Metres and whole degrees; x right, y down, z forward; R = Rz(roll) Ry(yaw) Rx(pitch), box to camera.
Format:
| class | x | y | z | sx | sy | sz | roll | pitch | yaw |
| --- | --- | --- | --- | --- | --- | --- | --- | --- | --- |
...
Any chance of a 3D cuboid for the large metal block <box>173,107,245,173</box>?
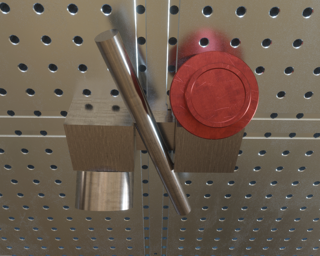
| class | x | y | z | sx | sy | sz | roll | pitch | yaw |
| --- | --- | --- | --- | --- | --- | --- | --- | --- | --- |
| large metal block | 0.059 | 0.013 | 0.408 | 0.081 | 0.050 | 0.079 | 1 | 130 | -1 |

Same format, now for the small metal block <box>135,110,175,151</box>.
| class | x | y | z | sx | sy | sz | roll | pitch | yaw |
| --- | --- | --- | --- | --- | --- | --- | --- | --- | --- |
| small metal block | -0.006 | 0.004 | 0.415 | 0.050 | 0.025 | 0.050 | 0 | 130 | -1 |

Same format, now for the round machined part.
| class | x | y | z | sx | sy | sz | roll | pitch | yaw |
| --- | --- | --- | --- | --- | --- | --- | --- | --- | --- |
| round machined part | 0.060 | -0.035 | 0.339 | 0.099 | 0.042 | 0.097 | 0 | 95 | -1 |

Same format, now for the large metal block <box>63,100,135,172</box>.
| class | x | y | z | sx | sy | sz | roll | pitch | yaw |
| --- | --- | --- | --- | --- | --- | --- | --- | --- | --- |
| large metal block | -0.073 | 0.011 | 0.405 | 0.081 | 0.050 | 0.079 | 1 | 130 | -2 |

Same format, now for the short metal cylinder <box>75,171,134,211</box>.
| class | x | y | z | sx | sy | sz | roll | pitch | yaw |
| --- | --- | --- | --- | --- | --- | --- | --- | --- | --- |
| short metal cylinder | -0.078 | 0.087 | 0.440 | 0.081 | 0.050 | 0.080 | 1 | 173 | 0 |

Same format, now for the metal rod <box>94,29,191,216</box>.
| class | x | y | z | sx | sy | sz | roll | pitch | yaw |
| --- | --- | --- | --- | --- | --- | --- | --- | --- | --- |
| metal rod | -0.008 | 0.018 | 0.393 | 0.025 | 0.025 | 0.299 | -14 | 129 | 11 |
